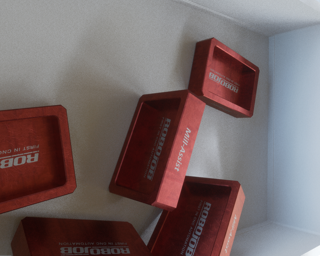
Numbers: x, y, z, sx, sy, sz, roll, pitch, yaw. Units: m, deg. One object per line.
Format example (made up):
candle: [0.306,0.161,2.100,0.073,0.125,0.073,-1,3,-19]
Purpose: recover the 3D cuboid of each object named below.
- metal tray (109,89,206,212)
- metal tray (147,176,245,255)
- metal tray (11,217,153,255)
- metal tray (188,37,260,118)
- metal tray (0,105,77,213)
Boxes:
metal tray: [-0.005,0.022,0.362,0.030,0.090,0.130,29,72,-37]
metal tray: [0.045,0.122,0.385,0.130,0.090,0.030,-60,138,-37]
metal tray: [-0.068,0.131,0.305,0.131,0.090,0.030,17,104,-39]
metal tray: [0.105,-0.075,0.494,0.131,0.030,0.090,18,79,-39]
metal tray: [-0.147,0.030,0.280,0.131,0.030,0.089,-11,97,-40]
